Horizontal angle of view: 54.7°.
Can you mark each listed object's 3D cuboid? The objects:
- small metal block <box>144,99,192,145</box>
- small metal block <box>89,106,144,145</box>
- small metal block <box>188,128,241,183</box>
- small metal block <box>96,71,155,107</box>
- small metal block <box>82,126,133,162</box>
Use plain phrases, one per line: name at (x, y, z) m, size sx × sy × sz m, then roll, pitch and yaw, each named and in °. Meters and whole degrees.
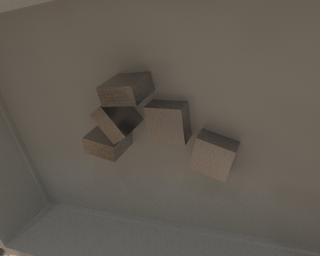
small metal block at (0.011, -0.008, 0.397) m, size 0.050 × 0.025 × 0.050 m, roll 5°, pitch 121°, yaw 25°
small metal block at (-0.057, -0.014, 0.412) m, size 0.025 × 0.050 × 0.050 m, roll -31°, pitch 101°, yaw 38°
small metal block at (0.068, 0.035, 0.393) m, size 0.050 × 0.025 × 0.050 m, roll 21°, pitch 126°, yaw 15°
small metal block at (-0.041, -0.048, 0.383) m, size 0.050 × 0.050 × 0.025 m, roll 1°, pitch 119°, yaw 27°
small metal block at (-0.073, 0.018, 0.441) m, size 0.050 × 0.050 × 0.025 m, roll 15°, pitch 124°, yaw 20°
